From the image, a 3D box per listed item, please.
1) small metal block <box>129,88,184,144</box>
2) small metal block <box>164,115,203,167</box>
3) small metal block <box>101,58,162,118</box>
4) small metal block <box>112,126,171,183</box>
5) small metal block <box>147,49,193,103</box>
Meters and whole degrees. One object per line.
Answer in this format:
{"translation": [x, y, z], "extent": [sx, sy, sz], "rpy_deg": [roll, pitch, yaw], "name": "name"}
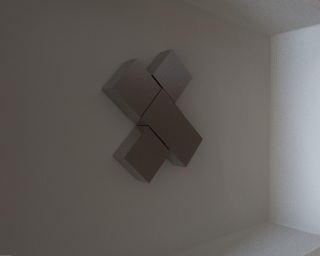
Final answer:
{"translation": [-0.003, -0.015, 0.400], "extent": [0.050, 0.025, 0.050], "rpy_deg": [49, 61, -29], "name": "small metal block"}
{"translation": [0.026, 0.018, 0.425], "extent": [0.050, 0.025, 0.050], "rpy_deg": [49, 61, -29], "name": "small metal block"}
{"translation": [-0.033, -0.047, 0.376], "extent": [0.050, 0.025, 0.050], "rpy_deg": [49, 61, -29], "name": "small metal block"}
{"translation": [-0.022, 0.032, 0.386], "extent": [0.050, 0.025, 0.050], "rpy_deg": [50, 61, -28], "name": "small metal block"}
{"translation": [0.010, -0.067, 0.411], "extent": [0.050, 0.025, 0.050], "rpy_deg": [49, 60, -29], "name": "small metal block"}
